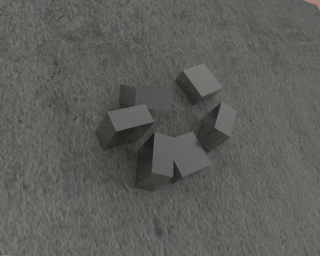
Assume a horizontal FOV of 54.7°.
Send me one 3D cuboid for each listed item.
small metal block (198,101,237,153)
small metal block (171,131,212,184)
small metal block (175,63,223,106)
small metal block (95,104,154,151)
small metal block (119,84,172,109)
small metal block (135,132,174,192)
[{"bbox_3d":[0.077,-0.001,0.432,0.025,0.050,0.050,30,52,-9],"label":"small metal block"},{"bbox_3d":[0.030,0.037,0.399,0.050,0.025,0.050,-17,71,-35],"label":"small metal block"},{"bbox_3d":[0.061,-0.068,0.480,0.050,0.025,0.050,-25,76,-37],"label":"small metal block"},{"bbox_3d":[-0.043,-0.001,0.367,0.050,0.050,0.025,-15,70,-34],"label":"small metal block"},{"bbox_3d":[-0.019,-0.041,0.401,0.050,0.050,0.025,-2,103,-30],"label":"small metal block"},{"bbox_3d":[-0.007,0.040,0.361,0.025,0.050,0.050,17,55,-19],"label":"small metal block"}]
